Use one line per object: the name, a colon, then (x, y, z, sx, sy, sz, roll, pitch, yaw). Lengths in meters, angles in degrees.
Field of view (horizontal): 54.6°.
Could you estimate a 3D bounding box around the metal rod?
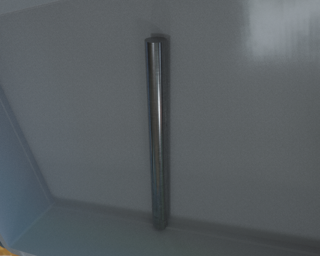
metal rod: (-0.002, 0.028, 0.427, 0.025, 0.025, 0.298, 12, 124, 21)
